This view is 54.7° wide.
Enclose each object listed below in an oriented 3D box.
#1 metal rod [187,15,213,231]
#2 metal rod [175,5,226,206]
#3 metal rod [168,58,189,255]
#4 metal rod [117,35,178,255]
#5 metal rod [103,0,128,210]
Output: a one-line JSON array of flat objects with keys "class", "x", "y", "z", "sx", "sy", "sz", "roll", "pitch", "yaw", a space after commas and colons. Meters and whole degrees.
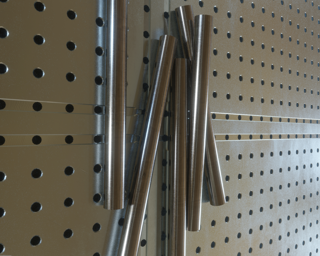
[{"class": "metal rod", "x": 0.053, "y": -0.003, "z": 0.436, "sx": 0.025, "sy": 0.025, "sz": 0.298, "roll": -2, "pitch": 97, "yaw": -40}, {"class": "metal rod", "x": 0.062, "y": -0.027, "z": 0.463, "sx": 0.025, "sy": 0.025, "sz": 0.298, "roll": -19, "pitch": 102, "yaw": -39}, {"class": "metal rod", "x": 0.025, "y": 0.054, "z": 0.432, "sx": 0.025, "sy": 0.025, "sz": 0.298, "roll": 2, "pitch": 89, "yaw": -40}, {"class": "metal rod", "x": -0.015, "y": 0.024, "z": 0.398, "sx": 0.025, "sy": 0.025, "sz": 0.299, "roll": 18, "pitch": 79, "yaw": -39}, {"class": "metal rod", "x": -0.052, "y": -0.056, "z": 0.366, "sx": 0.025, "sy": 0.025, "sz": 0.298, "roll": 1, "pitch": 89, "yaw": -40}]
